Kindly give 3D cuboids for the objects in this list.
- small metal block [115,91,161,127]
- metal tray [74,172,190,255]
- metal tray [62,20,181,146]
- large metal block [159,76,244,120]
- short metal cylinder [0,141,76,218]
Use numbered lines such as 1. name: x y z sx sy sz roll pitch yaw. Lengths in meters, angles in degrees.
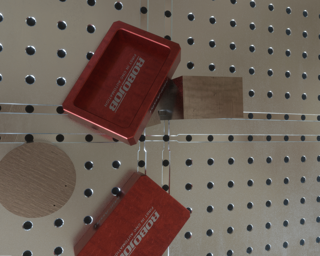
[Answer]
1. small metal block: -0.032 -0.024 0.402 0.050 0.025 0.050 -16 96 -20
2. metal tray: -0.034 0.134 0.399 0.090 0.030 0.130 43 76 -15
3. metal tray: -0.042 -0.055 0.367 0.090 0.030 0.130 24 74 10
4. large metal block: 0.050 -0.036 0.403 0.081 0.080 0.050 -2 91 -20
5. short metal cylinder: -0.138 0.055 0.349 0.081 0.050 0.079 0 90 -20
